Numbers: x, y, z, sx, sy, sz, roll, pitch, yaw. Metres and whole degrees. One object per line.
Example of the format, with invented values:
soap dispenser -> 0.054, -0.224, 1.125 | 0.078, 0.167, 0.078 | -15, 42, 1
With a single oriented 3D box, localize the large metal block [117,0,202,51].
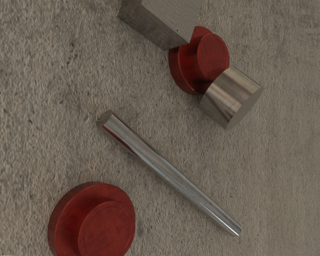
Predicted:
large metal block -> 0.004, -0.157, 0.391 | 0.080, 0.050, 0.080 | 28, 73, -37

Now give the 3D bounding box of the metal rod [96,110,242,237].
metal rod -> 0.030, 0.078, 0.429 | 0.300, 0.025, 0.025 | 44, 64, -31

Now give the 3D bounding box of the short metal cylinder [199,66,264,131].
short metal cylinder -> 0.103, -0.042, 0.447 | 0.080, 0.050, 0.080 | -41, 160, -18

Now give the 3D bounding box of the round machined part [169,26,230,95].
round machined part -> 0.063, -0.098, 0.446 | 0.099, 0.042, 0.097 | 0, 90, -40

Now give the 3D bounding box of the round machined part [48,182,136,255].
round machined part -> -0.066, 0.110, 0.338 | 0.099, 0.042, 0.097 | 0, 90, -40
